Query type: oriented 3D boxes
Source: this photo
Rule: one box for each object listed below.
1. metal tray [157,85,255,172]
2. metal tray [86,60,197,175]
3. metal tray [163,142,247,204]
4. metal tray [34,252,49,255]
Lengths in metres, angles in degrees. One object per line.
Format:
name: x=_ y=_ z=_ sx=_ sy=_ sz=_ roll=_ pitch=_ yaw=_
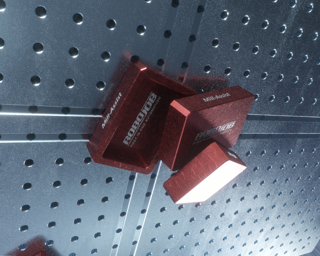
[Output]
metal tray: x=0.063 y=-0.002 z=0.412 sx=0.131 sy=0.030 sz=0.089 roll=-16 pitch=133 yaw=-37
metal tray: x=-0.022 y=-0.008 z=0.389 sx=0.091 sy=0.030 sz=0.129 roll=20 pitch=108 yaw=-36
metal tray: x=0.069 y=0.068 z=0.445 sx=0.090 sy=0.030 sz=0.130 roll=-42 pitch=155 yaw=12
metal tray: x=-0.203 y=0.245 z=0.447 sx=0.131 sy=0.030 sz=0.090 roll=-29 pitch=128 yaw=-10
